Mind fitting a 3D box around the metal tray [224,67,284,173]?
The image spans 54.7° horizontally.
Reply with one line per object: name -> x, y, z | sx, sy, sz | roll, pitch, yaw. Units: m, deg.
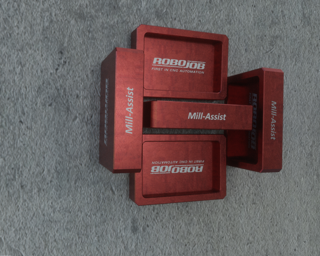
metal tray -> 0.124, -0.010, 0.421 | 0.030, 0.090, 0.129 | 1, 90, -20

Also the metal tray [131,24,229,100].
metal tray -> 0.027, -0.084, 0.417 | 0.131, 0.030, 0.089 | 0, 93, -20

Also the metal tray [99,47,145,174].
metal tray -> -0.047, -0.018, 0.358 | 0.030, 0.090, 0.129 | 1, 90, -21

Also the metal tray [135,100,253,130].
metal tray -> 0.038, -0.014, 0.391 | 0.131, 0.090, 0.030 | 1, 91, -20

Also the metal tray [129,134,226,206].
metal tray -> 0.026, 0.053, 0.418 | 0.131, 0.030, 0.089 | 1, 89, -20
